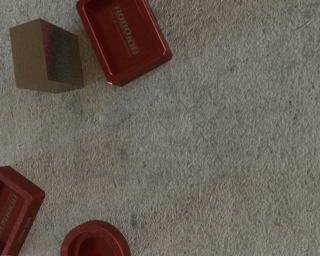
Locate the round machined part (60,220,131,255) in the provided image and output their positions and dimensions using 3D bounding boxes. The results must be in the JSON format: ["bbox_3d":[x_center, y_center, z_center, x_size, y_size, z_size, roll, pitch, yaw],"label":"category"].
[{"bbox_3d":[-0.084,0.176,0.428,0.098,0.042,0.097,0,90,19],"label":"round machined part"}]

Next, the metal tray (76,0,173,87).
[{"bbox_3d":[-0.050,-0.133,0.422,0.090,0.030,0.129,-26,82,17],"label":"metal tray"}]

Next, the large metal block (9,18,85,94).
[{"bbox_3d":[-0.155,-0.095,0.433,0.050,0.080,0.080,-9,87,19],"label":"large metal block"}]

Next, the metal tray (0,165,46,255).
[{"bbox_3d":[-0.247,0.137,0.491,0.090,0.030,0.129,29,99,17],"label":"metal tray"}]
